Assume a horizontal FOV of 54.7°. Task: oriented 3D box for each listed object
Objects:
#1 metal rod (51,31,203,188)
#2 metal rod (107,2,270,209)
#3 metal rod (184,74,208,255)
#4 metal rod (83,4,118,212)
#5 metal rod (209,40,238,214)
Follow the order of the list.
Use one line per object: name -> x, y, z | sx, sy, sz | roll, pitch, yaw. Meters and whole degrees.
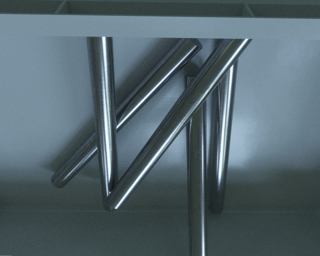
metal rod -> -0.060, -0.006, 0.402 | 0.025, 0.025, 0.299 | 33, 123, -25
metal rod -> 0.015, -0.004, 0.360 | 0.025, 0.025, 0.298 | 25, 120, -20
metal rod -> 0.048, 0.082, 0.401 | 0.025, 0.025, 0.298 | -2, 106, 2
metal rod -> -0.066, 0.005, 0.377 | 0.025, 0.025, 0.298 | 3, 131, -2
metal rod -> 0.084, 0.022, 0.428 | 0.025, 0.025, 0.298 | -3, 130, 3
